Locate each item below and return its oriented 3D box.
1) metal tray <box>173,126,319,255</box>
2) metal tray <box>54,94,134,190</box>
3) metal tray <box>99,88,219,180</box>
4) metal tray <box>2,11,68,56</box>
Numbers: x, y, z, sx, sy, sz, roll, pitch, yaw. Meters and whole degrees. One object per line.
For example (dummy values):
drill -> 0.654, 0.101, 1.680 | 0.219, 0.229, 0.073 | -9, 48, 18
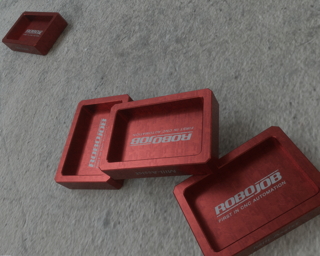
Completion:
metal tray -> 0.089, 0.068, 0.311 | 0.130, 0.030, 0.090 | -33, 52, 6
metal tray -> -0.085, 0.019, 0.432 | 0.090, 0.030, 0.130 | -5, 59, 25
metal tray -> 0.000, 0.009, 0.354 | 0.130, 0.030, 0.090 | -7, 58, 23
metal tray -> -0.270, -0.205, 0.664 | 0.130, 0.030, 0.090 | 16, 70, 34
